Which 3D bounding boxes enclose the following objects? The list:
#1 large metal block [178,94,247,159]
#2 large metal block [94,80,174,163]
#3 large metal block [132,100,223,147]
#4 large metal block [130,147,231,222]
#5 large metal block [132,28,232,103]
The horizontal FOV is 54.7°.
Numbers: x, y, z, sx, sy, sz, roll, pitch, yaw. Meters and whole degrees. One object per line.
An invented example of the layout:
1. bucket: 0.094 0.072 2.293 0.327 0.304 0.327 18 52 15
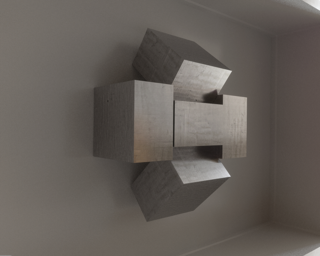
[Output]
1. large metal block: 0.071 -0.002 0.429 0.050 0.080 0.080 1 90 -40
2. large metal block: -0.031 -0.006 0.343 0.050 0.080 0.080 1 90 -40
3. large metal block: 0.021 -0.005 0.386 0.081 0.080 0.050 1 90 -40
4. large metal block: 0.024 0.066 0.381 0.081 0.080 0.050 1 48 -41
5. large metal block: 0.026 -0.075 0.382 0.081 0.080 0.050 2 126 -40
